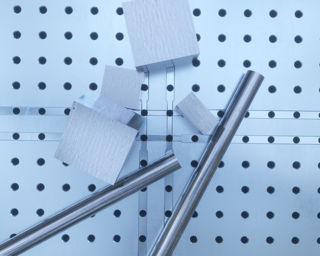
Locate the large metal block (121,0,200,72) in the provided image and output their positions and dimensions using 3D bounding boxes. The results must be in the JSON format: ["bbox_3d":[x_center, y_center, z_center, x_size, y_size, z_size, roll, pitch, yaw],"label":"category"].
[{"bbox_3d":[0.001,-0.121,0.401,0.080,0.050,0.080,-12,90,0],"label":"large metal block"}]

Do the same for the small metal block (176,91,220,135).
[{"bbox_3d":[0.046,-0.018,0.401,0.025,0.050,0.050,-42,90,0],"label":"small metal block"}]

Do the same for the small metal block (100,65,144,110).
[{"bbox_3d":[-0.050,-0.053,0.413,0.050,0.025,0.050,10,90,0],"label":"small metal block"}]

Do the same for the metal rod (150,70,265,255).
[{"bbox_3d":[0.058,0.061,0.413,0.025,0.025,0.299,28,90,0],"label":"metal rod"}]

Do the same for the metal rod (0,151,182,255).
[{"bbox_3d":[-0.110,0.113,0.412,0.301,0.025,0.025,-28,90,0],"label":"metal rod"}]

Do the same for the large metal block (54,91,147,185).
[{"bbox_3d":[-0.073,0.012,0.388,0.080,0.050,0.079,25,111,0],"label":"large metal block"}]
